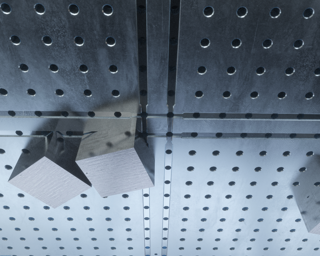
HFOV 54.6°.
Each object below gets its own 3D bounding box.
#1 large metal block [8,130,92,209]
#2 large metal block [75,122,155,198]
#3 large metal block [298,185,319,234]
[{"bbox_3d":[-0.152,0.062,0.447,0.080,0.050,0.080,-32,124,24],"label":"large metal block"},{"bbox_3d":[-0.058,0.046,0.434,0.080,0.050,0.080,-14,129,11],"label":"large metal block"},{"bbox_3d":[0.295,0.136,0.513,0.080,0.050,0.079,13,129,-11],"label":"large metal block"}]
